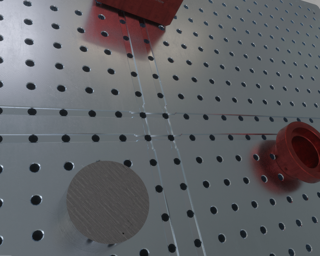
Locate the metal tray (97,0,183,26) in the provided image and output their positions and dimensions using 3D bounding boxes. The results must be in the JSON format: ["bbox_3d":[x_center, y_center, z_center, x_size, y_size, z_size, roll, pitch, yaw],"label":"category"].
[{"bbox_3d":[-0.026,-0.223,0.485,0.131,0.089,0.030,12,50,-22],"label":"metal tray"}]

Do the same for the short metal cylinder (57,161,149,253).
[{"bbox_3d":[-0.058,0.080,0.312,0.081,0.050,0.080,14,56,-21],"label":"short metal cylinder"}]

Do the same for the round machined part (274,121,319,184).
[{"bbox_3d":[0.222,0.042,0.491,0.099,0.042,0.098,14,56,-21],"label":"round machined part"}]
